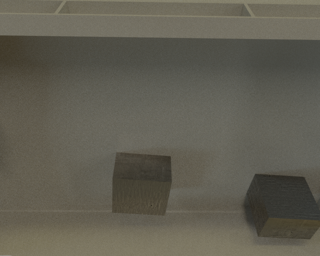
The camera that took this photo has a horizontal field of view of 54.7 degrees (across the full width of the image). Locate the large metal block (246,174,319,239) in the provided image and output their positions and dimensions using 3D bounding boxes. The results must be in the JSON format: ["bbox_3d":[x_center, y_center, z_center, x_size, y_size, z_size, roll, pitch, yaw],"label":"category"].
[{"bbox_3d":[0.188,0.120,0.476,0.081,0.080,0.050,4,130,-4],"label":"large metal block"}]

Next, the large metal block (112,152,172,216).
[{"bbox_3d":[-0.028,0.085,0.465,0.081,0.050,0.079,5,130,-4],"label":"large metal block"}]

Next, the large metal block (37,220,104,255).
[{"bbox_3d":[-0.168,0.227,0.587,0.080,0.050,0.080,-28,125,22],"label":"large metal block"}]
